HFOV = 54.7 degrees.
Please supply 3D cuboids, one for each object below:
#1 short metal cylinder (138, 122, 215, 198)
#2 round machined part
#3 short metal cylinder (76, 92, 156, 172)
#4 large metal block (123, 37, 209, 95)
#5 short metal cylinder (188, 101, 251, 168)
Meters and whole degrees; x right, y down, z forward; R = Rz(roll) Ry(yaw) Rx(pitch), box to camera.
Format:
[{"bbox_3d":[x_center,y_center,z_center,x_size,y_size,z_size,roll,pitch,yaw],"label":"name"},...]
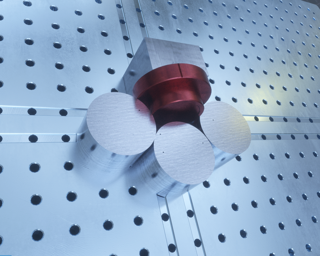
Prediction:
[{"bbox_3d":[0.019,0.039,0.379,0.081,0.050,0.080,14,56,-21],"label":"short metal cylinder"},{"bbox_3d":[0.017,-0.034,0.389,0.099,0.097,0.042,2,61,-28],"label":"round machined part"},{"bbox_3d":[-0.051,0.005,0.362,0.081,0.050,0.080,14,56,-21],"label":"short metal cylinder"},{"bbox_3d":[0.005,-0.071,0.418,0.081,0.080,0.050,1,62,-28],"label":"large metal block"},{"bbox_3d":[0.077,0.009,0.428,0.081,0.050,0.080,14,56,-21],"label":"short metal cylinder"}]
